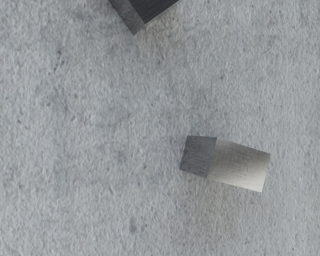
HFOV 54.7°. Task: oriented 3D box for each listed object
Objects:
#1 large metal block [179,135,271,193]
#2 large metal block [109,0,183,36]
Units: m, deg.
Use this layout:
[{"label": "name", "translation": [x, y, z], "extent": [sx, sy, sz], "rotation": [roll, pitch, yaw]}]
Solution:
[{"label": "large metal block", "translation": [0.083, 0.045, 0.412], "extent": [0.081, 0.080, 0.050], "rotation": [17, 85, -20]}, {"label": "large metal block", "translation": [-0.020, -0.178, 0.389], "extent": [0.080, 0.050, 0.080], "rotation": [-40, 103, -16]}]
